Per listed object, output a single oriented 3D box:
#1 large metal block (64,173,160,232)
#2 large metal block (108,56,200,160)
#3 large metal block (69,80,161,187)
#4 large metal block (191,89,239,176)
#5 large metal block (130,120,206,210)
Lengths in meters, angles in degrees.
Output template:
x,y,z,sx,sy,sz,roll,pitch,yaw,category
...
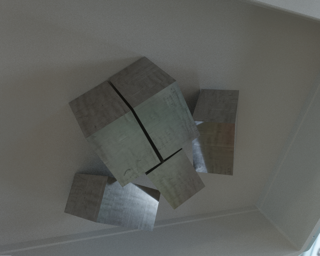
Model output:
x,y,z,sx,sy,sz,roll,pitch,yaw,category
-0.059,0.092,0.389,0.080,0.080,0.050,24,71,-37,large metal block
-0.007,-0.024,0.354,0.050,0.080,0.080,-34,129,-7,large metal block
-0.051,0.005,0.348,0.050,0.080,0.080,-33,129,-7,large metal block
0.075,0.003,0.408,0.050,0.080,0.079,4,126,15,large metal block
0.005,0.045,0.403,0.050,0.080,0.080,-36,130,-5,large metal block
